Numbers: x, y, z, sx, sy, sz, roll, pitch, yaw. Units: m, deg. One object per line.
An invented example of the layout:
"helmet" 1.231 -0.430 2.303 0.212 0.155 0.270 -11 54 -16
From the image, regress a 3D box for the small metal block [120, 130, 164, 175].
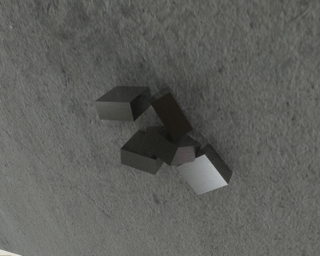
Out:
"small metal block" -0.018 0.032 0.418 0.050 0.050 0.025 16 125 19

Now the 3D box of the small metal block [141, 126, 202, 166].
"small metal block" 0.014 0.020 0.382 0.050 0.050 0.025 34 112 33

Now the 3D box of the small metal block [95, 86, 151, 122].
"small metal block" -0.045 -0.032 0.393 0.050 0.050 0.025 4 120 26

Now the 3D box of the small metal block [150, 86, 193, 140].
"small metal block" 0.013 -0.019 0.367 0.025 0.050 0.050 -31 103 8

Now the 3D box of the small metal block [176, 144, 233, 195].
"small metal block" 0.058 0.056 0.410 0.050 0.025 0.050 -31 102 37
